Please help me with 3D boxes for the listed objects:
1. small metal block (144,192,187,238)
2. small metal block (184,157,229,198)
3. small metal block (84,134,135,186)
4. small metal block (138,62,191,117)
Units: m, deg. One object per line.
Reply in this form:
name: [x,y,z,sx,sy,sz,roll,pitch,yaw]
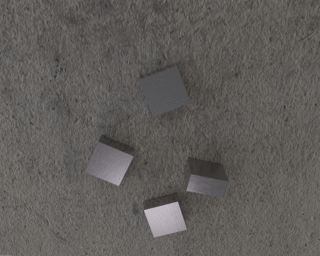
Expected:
small metal block: [0.008,0.128,0.457,0.050,0.025,0.050,-16,110,5]
small metal block: [0.061,0.066,0.421,0.050,0.050,0.025,12,110,-4]
small metal block: [-0.068,0.044,0.425,0.050,0.025,0.050,24,108,-9]
small metal block: [0.006,-0.049,0.392,0.050,0.025,0.050,-20,109,7]
